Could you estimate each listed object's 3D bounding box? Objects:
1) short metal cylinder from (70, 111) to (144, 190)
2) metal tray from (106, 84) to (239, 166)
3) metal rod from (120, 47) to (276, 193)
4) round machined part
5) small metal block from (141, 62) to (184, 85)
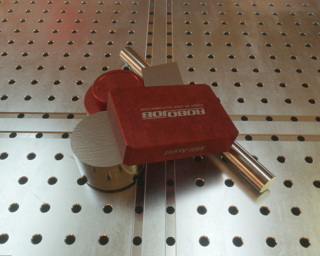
[{"bbox_3d":[-0.059,0.025,0.364,0.081,0.050,0.080,0,50,0],"label":"short metal cylinder"},{"bbox_3d":[0.013,-0.009,0.357,0.131,0.030,0.090,-6,49,-22],"label":"metal tray"},{"bbox_3d":[0.034,-0.029,0.427,0.025,0.025,0.300,-29,56,-22],"label":"metal rod"},{"bbox_3d":[-0.055,-0.044,0.426,0.099,0.042,0.098,-1,50,1],"label":"round machined part"},{"bbox_3d":[0.004,-0.061,0.423,0.050,0.025,0.050,-11,53,-3],"label":"small metal block"}]
